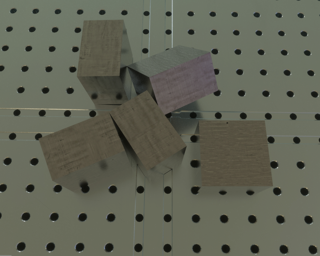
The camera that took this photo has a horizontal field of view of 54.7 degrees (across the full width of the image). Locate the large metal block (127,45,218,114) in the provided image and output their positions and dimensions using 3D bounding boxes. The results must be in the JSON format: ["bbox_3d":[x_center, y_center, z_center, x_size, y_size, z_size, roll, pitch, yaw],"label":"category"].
[{"bbox_3d":[0.014,-0.064,0.397,0.081,0.050,0.080,-25,28,-15],"label":"large metal block"}]

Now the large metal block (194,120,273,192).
[{"bbox_3d":[0.087,0.037,0.386,0.081,0.050,0.080,0,70,-1],"label":"large metal block"}]

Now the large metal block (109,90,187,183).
[{"bbox_3d":[-0.014,0.014,0.377,0.050,0.080,0.080,-32,74,-11],"label":"large metal block"}]

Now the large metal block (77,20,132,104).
[{"bbox_3d":[-0.069,-0.084,0.411,0.050,0.080,0.080,0,70,3],"label":"large metal block"}]

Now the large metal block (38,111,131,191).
[{"bbox_3d":[-0.084,0.031,0.370,0.080,0.080,0.050,-23,72,-8],"label":"large metal block"}]
